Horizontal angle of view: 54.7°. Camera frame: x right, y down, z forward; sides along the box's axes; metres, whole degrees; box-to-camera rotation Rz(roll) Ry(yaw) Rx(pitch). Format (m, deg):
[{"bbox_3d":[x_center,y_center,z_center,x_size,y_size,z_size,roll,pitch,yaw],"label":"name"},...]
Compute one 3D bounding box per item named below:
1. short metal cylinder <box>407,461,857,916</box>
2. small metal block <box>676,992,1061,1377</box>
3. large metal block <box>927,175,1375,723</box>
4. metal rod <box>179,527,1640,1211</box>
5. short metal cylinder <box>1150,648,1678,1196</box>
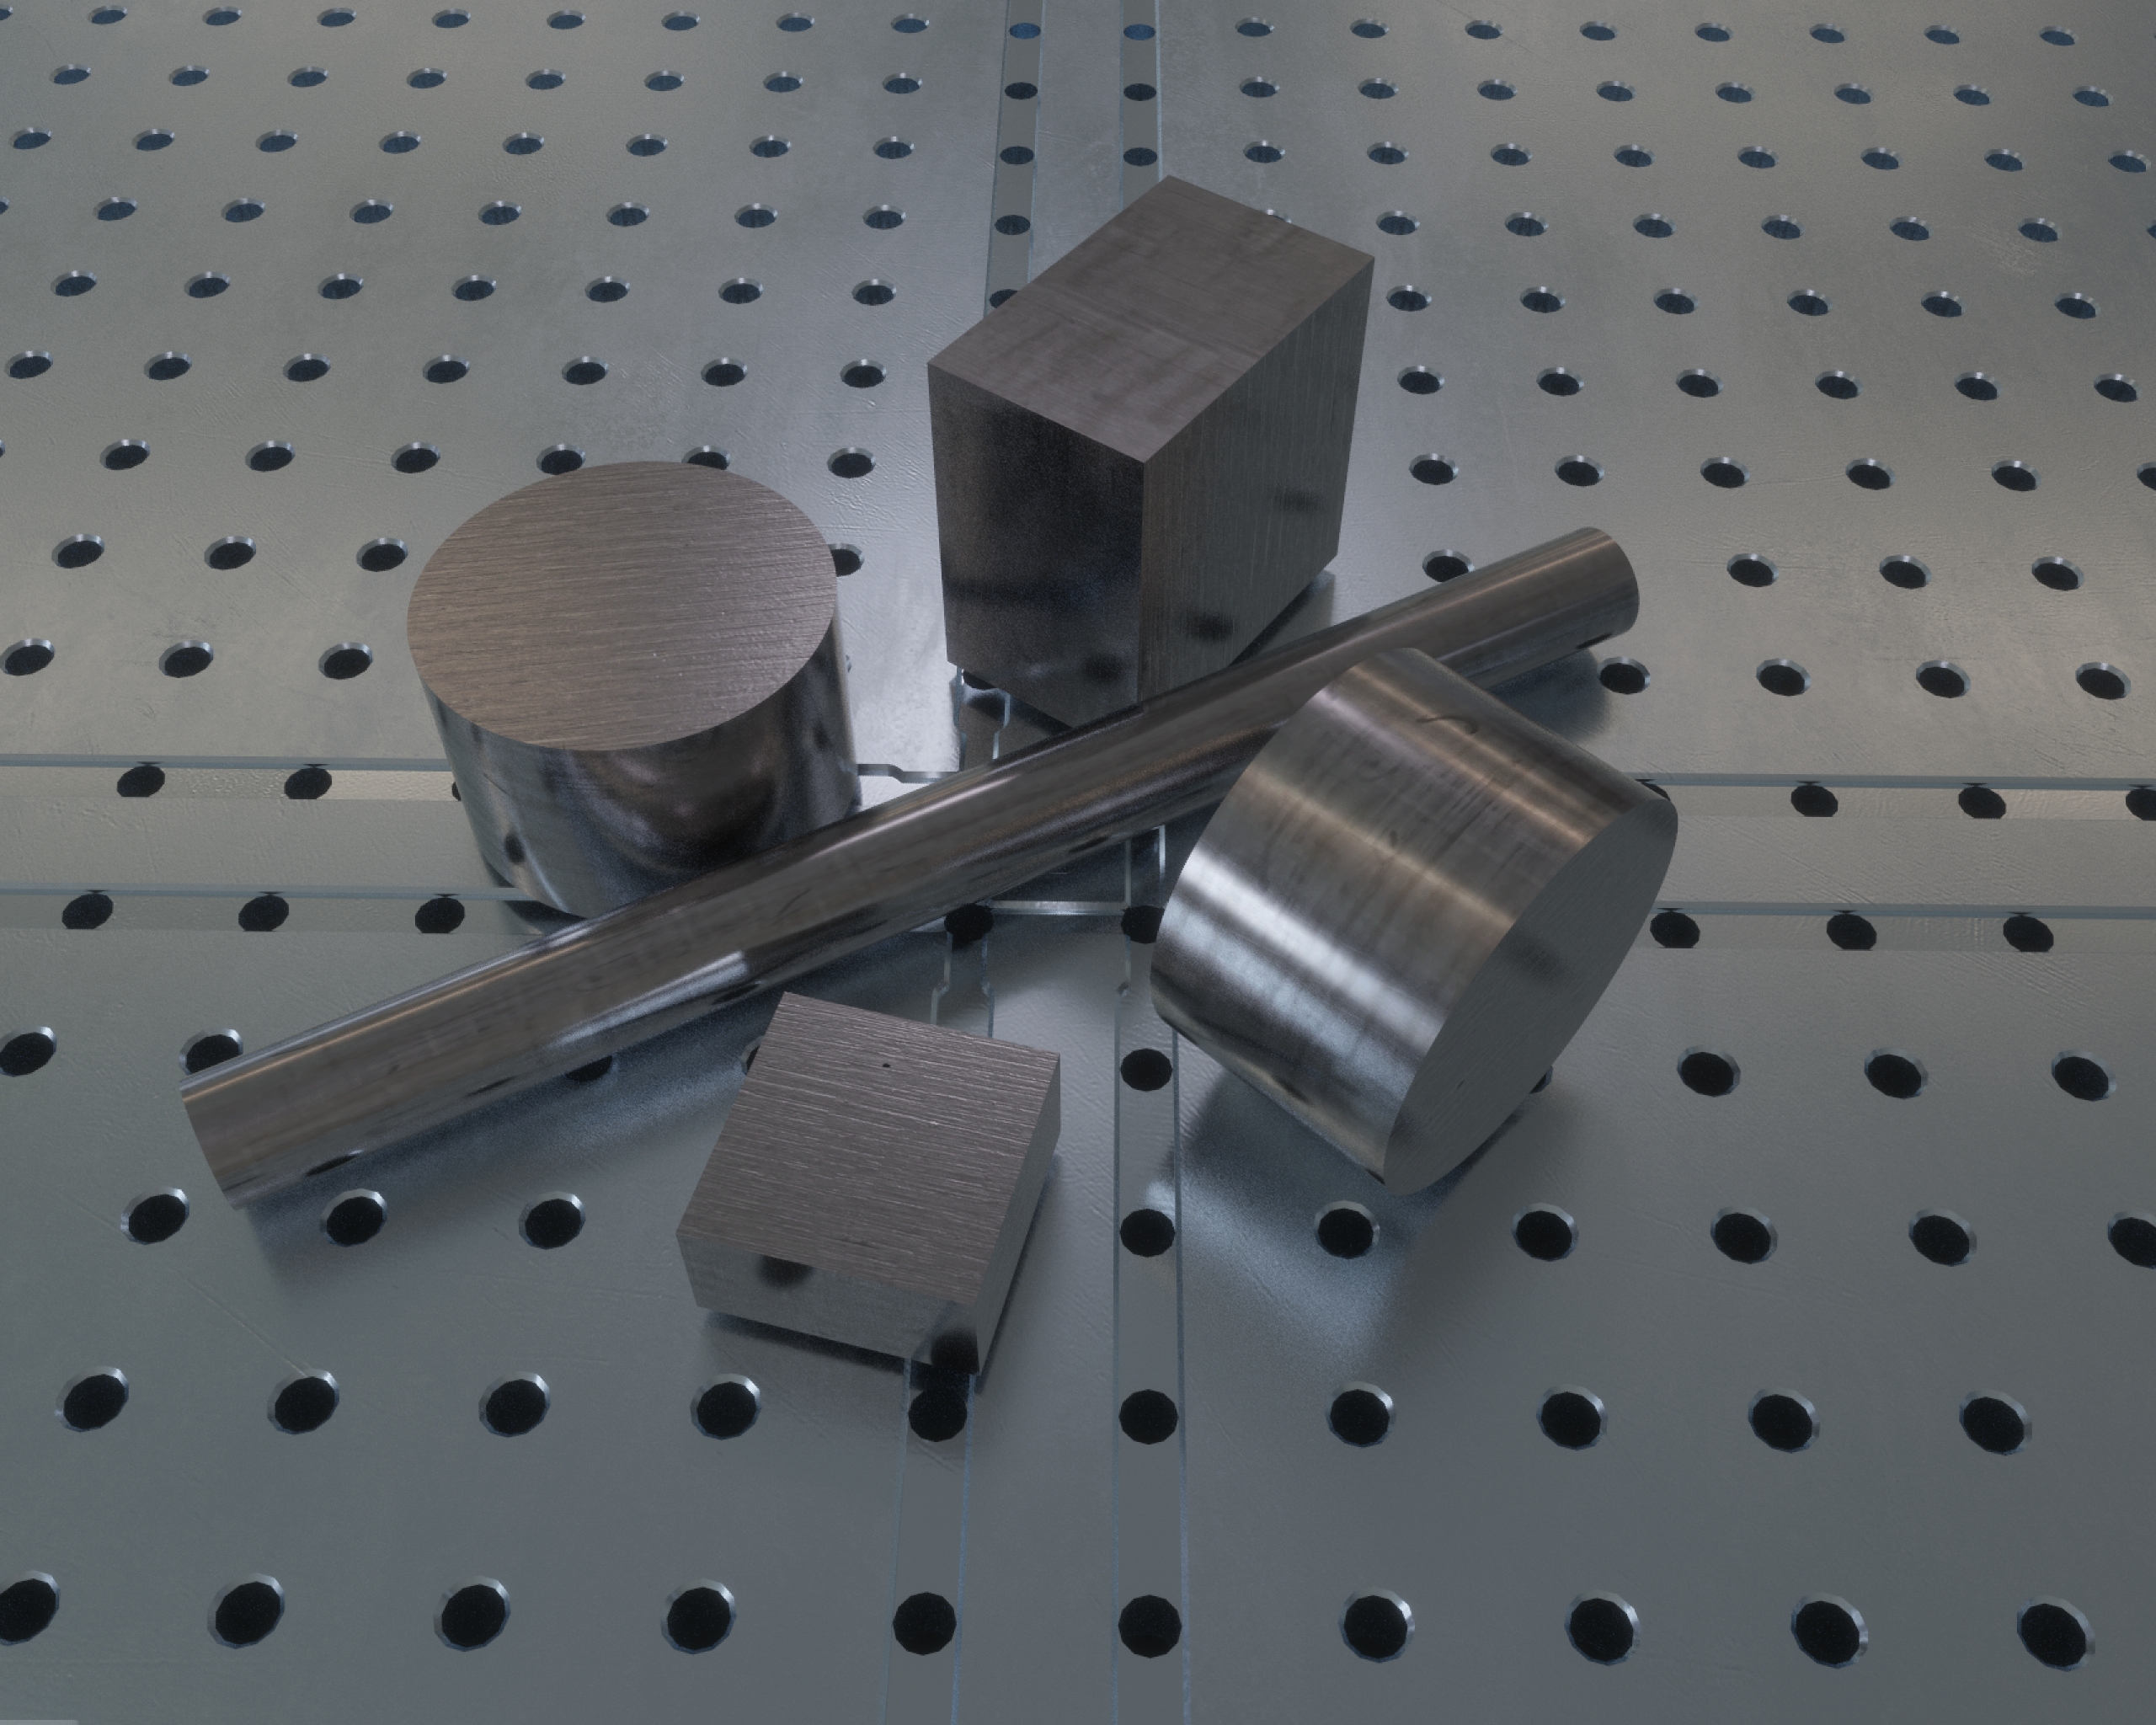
[{"bbox_3d":[-0.086,-0.035,0.415,0.081,0.050,0.080,0,50,0],"label":"short metal cylinder"},{"bbox_3d":[-0.034,0.054,0.357,0.050,0.025,0.050,12,51,9],"label":"small metal block"},{"bbox_3d":[0.016,-0.083,0.437,0.050,0.080,0.080,29,56,22],"label":"large metal block"},{"bbox_3d":[-0.018,-0.006,0.408,0.302,0.025,0.025,-23,54,-18],"label":"metal rod"},{"bbox_3d":[0.058,0.010,0.359,0.050,0.080,0.080,36,59,26],"label":"short metal cylinder"}]
